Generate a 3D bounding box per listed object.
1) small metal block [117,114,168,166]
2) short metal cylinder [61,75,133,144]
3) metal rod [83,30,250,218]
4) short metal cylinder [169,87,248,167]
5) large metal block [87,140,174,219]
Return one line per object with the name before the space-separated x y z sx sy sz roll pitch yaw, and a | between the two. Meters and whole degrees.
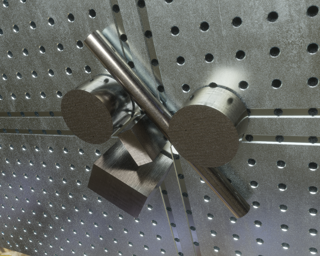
small metal block | -0.021 0.013 0.409 0.025 0.050 0.050 -23 106 36
short metal cylinder | -0.085 -0.025 0.419 0.080 0.050 0.079 13 124 21
metal rod | 0.013 0.000 0.399 0.300 0.025 0.025 49 129 -7
short metal cylinder | 0.057 -0.001 0.359 0.080 0.050 0.079 13 124 21
large metal block | -0.040 0.063 0.430 0.080 0.080 0.050 30 129 9
